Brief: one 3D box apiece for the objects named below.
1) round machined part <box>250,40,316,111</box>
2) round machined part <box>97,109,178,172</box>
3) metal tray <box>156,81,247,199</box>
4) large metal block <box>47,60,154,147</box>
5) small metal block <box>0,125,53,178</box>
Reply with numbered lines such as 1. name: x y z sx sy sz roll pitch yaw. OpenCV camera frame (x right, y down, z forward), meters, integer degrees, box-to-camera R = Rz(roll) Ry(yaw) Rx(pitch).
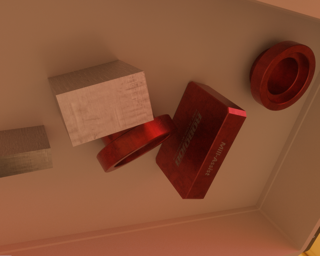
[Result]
1. round machined part: 0.170 -0.077 0.445 0.099 0.042 0.097 -14 125 -21
2. round machined part: -0.032 0.009 0.366 0.098 0.042 0.098 -31 172 -4
3. metal tray: 0.047 0.016 0.403 0.030 0.090 0.129 10 114 -33
4. large metal block: -0.063 -0.030 0.316 0.081 0.080 0.050 -19 116 -18
5. small metal block: -0.145 0.023 0.328 0.050 0.050 0.025 -9 123 -24
